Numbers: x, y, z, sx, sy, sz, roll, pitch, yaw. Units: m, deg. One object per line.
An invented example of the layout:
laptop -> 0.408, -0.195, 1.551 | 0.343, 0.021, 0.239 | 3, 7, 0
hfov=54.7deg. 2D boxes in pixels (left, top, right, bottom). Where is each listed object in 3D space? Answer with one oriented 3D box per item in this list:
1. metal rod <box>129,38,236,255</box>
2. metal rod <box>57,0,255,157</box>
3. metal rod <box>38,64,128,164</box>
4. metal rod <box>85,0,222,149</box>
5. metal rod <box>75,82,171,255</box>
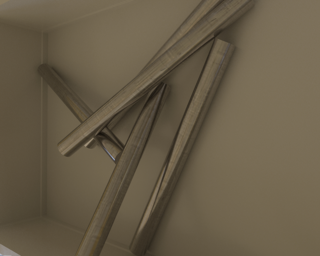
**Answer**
metal rod -> 0.021, 0.037, 0.389 | 0.025, 0.025, 0.298 | 34, 111, 35
metal rod -> -0.019, -0.056, 0.380 | 0.299, 0.025, 0.025 | -37, 67, 19
metal rod -> -0.133, -0.036, 0.492 | 0.300, 0.025, 0.025 | 41, 115, 40
metal rod -> -0.022, -0.064, 0.425 | 0.299, 0.025, 0.025 | -43, 64, 31
metal rod -> -0.053, 0.077, 0.364 | 0.025, 0.025, 0.300 | 8, 68, 40
